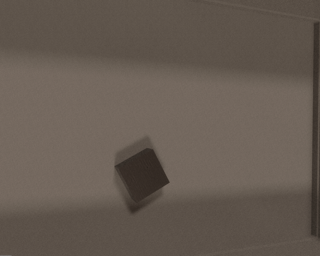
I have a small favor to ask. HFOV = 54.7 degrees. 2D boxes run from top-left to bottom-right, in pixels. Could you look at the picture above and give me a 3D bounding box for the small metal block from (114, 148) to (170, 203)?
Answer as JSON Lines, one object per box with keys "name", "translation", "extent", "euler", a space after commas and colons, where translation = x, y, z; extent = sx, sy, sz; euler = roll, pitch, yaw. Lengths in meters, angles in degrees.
{"name": "small metal block", "translation": [-0.023, 0.061, 0.403], "extent": [0.050, 0.025, 0.050], "euler": [-29, 100, -18]}
